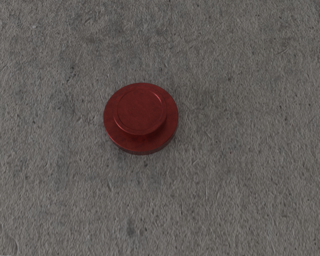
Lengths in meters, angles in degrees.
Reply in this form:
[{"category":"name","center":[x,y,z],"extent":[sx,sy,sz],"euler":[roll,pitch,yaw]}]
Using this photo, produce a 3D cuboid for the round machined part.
[{"category":"round machined part","center":[-0.025,-0.017,0.405],"extent":[0.099,0.042,0.098],"euler":[0,70,0]}]
